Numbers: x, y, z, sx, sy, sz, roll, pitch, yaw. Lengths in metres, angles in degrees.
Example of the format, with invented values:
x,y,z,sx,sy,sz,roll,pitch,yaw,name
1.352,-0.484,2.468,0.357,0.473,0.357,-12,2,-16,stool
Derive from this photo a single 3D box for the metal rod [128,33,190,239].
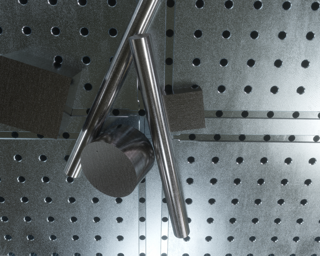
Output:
x,y,z,sx,sy,sz,roll,pitch,yaw,name
0.006,0.030,0.404,0.025,0.025,0.298,-10,118,3,metal rod

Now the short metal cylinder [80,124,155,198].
x,y,z,sx,sy,sz,roll,pitch,yaw,name
-0.054,0.042,0.399,0.080,0.050,0.079,11,119,21,short metal cylinder

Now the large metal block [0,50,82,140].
x,y,z,sx,sy,sz,roll,pitch,yaw,name
-0.151,-0.042,0.383,0.080,0.050,0.079,17,109,-7,large metal block

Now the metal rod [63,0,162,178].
x,y,z,sx,sy,sz,roll,pitch,yaw,name
-0.056,-0.063,0.389,0.025,0.025,0.298,25,108,-9,metal rod

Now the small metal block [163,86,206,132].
x,y,z,sx,sy,sz,roll,pitch,yaw,name
0.031,-0.025,0.405,0.050,0.025,0.050,-7,110,2,small metal block
